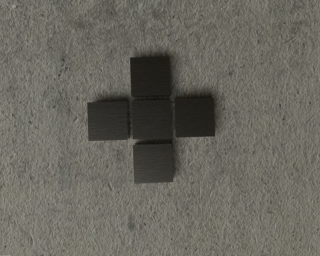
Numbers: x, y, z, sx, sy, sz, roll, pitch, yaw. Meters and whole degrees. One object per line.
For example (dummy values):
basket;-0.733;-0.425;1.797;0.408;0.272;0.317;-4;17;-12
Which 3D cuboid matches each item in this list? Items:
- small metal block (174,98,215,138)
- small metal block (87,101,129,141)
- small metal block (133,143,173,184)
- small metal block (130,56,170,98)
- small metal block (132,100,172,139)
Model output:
small metal block;0.045;-0.013;0.412;0.050;0.025;0.050;-2;90;-1
small metal block;-0.068;-0.009;0.410;0.050;0.025;0.050;-2;90;-1
small metal block;-0.009;0.046;0.411;0.050;0.025;0.050;-2;90;-1
small metal block;-0.013;-0.067;0.411;0.050;0.025;0.050;-2;90;-1
small metal block;-0.011;-0.011;0.411;0.050;0.025;0.050;-2;90;-1
